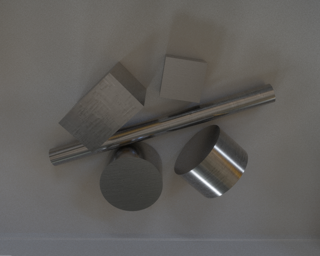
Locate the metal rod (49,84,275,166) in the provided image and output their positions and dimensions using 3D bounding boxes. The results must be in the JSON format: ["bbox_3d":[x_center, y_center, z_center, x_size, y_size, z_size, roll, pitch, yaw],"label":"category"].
[{"bbox_3d":[-0.001,-0.002,0.409,0.301,0.025,0.025,-16,110,5],"label":"metal rod"}]

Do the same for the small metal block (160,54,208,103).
[{"bbox_3d":[0.028,-0.062,0.387,0.050,0.025,0.050,8,110,-4],"label":"small metal block"}]

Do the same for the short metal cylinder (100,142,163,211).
[{"bbox_3d":[-0.037,0.064,0.419,0.081,0.050,0.079,0,110,-1],"label":"short metal cylinder"}]

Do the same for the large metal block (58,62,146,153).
[{"bbox_3d":[-0.064,-0.028,0.370,0.080,0.080,0.050,-41,105,13],"label":"large metal block"}]

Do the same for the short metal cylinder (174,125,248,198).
[{"bbox_3d":[0.064,0.042,0.397,0.050,0.080,0.080,41,105,-14],"label":"short metal cylinder"}]
